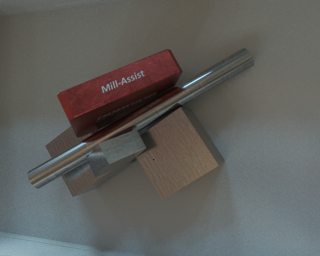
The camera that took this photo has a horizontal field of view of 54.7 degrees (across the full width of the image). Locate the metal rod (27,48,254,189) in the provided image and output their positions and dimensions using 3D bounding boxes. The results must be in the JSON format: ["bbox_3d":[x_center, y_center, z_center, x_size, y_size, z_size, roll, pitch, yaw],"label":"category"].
[{"bbox_3d":[-0.024,-0.011,0.377,0.301,0.025,0.025,-30,80,2],"label":"metal rod"}]

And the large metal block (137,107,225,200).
[{"bbox_3d":[0.022,0.031,0.387,0.080,0.050,0.080,-35,79,16],"label":"large metal block"}]

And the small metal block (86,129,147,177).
[{"bbox_3d":[-0.052,0.030,0.361,0.025,0.050,0.050,61,144,10],"label":"small metal block"}]

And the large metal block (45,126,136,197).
[{"bbox_3d":[-0.095,0.035,0.426,0.080,0.050,0.080,-35,79,16],"label":"large metal block"}]

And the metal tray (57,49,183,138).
[{"bbox_3d":[-0.045,-0.037,0.361,0.131,0.090,0.030,-25,82,-15],"label":"metal tray"}]
